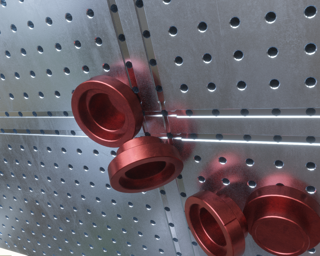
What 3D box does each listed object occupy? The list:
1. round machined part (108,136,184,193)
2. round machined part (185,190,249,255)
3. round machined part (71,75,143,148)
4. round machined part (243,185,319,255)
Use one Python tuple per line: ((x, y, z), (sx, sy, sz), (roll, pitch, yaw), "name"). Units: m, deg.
((-0.021, 0.046, 0.416), (0.097, 0.099, 0.042), (-50, 46, 39), "round machined part")
((0.080, 0.129, 0.418), (0.098, 0.042, 0.097), (42, 143, 42), "round machined part")
((-0.066, -0.025, 0.418), (0.098, 0.042, 0.097), (13, 124, 20), "round machined part")
((0.155, 0.125, 0.396), (0.098, 0.042, 0.097), (13, 124, 20), "round machined part")
